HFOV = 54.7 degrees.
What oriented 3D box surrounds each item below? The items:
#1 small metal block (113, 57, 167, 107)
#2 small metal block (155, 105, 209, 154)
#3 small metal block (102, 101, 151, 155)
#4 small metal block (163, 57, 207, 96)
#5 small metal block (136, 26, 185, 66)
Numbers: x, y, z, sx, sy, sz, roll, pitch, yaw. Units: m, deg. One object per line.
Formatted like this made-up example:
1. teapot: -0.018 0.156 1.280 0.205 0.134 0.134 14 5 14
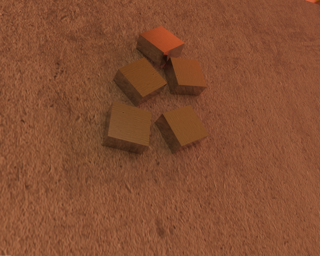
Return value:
1. small metal block: -0.027 -0.064 0.428 0.050 0.025 0.050 50 51 6
2. small metal block: 0.029 0.001 0.419 0.050 0.025 0.050 -19 72 -35
3. small metal block: -0.040 0.000 0.382 0.050 0.025 0.050 16 55 -20
4. small metal block: 0.038 -0.078 0.471 0.050 0.025 0.050 0 62 -29
5. small metal block: 0.001 -0.126 0.474 0.050 0.025 0.050 41 49 17
